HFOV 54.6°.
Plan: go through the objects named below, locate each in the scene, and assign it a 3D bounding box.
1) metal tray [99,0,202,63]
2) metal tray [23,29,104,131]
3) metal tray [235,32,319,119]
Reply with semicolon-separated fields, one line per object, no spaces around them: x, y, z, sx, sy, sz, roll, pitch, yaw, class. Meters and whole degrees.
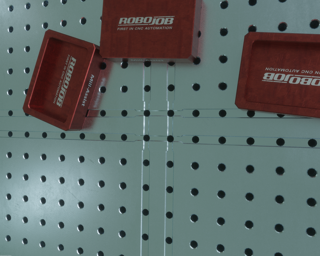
-0.014;-0.136;0.415;0.130;0.030;0.090;5;92;20;metal tray
-0.143;-0.070;0.461;0.090;0.030;0.129;22;97;18;metal tray
0.159;-0.059;0.353;0.130;0.030;0.090;9;93;19;metal tray
